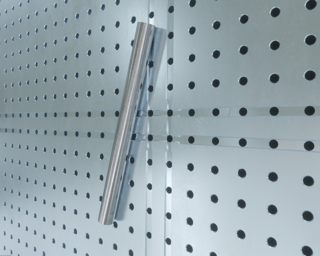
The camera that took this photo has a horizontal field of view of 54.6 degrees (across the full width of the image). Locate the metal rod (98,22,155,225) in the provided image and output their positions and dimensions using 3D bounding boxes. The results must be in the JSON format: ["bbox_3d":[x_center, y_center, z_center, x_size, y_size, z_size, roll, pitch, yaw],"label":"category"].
[{"bbox_3d":[-0.051,0.001,0.452,0.025,0.025,0.298,21,103,38],"label":"metal rod"}]
